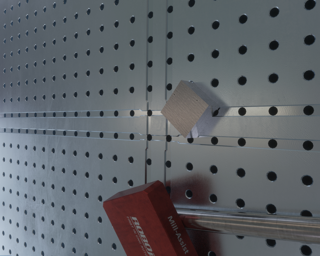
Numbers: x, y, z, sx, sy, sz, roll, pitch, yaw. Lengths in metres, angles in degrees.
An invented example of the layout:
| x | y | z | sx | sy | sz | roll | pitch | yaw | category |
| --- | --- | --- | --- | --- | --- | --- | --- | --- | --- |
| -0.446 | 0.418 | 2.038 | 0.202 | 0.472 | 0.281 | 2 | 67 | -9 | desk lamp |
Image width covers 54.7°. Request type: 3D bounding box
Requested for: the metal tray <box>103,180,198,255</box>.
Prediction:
| x | y | z | sx | sy | sz | roll | pitch | yaw | category |
| --- | --- | --- | --- | --- | --- | --- | --- | --- | --- |
| -0.010 | 0.137 | 0.387 | 0.090 | 0.030 | 0.129 | -25 | 91 | 41 | metal tray |

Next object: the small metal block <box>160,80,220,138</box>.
| x | y | z | sx | sy | sz | roll | pitch | yaw | category |
| --- | --- | --- | --- | --- | --- | --- | --- | --- | --- |
| 0.036 | -0.023 | 0.380 | 0.050 | 0.025 | 0.050 | 48 | 118 | 29 | small metal block |

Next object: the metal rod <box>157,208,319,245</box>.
| x | y | z | sx | sy | sz | roll | pitch | yaw | category |
| --- | --- | --- | --- | --- | --- | --- | --- | --- | --- |
| 0.086 | 0.104 | 0.338 | 0.300 | 0.025 | 0.025 | -8 | 85 | 39 | metal rod |
